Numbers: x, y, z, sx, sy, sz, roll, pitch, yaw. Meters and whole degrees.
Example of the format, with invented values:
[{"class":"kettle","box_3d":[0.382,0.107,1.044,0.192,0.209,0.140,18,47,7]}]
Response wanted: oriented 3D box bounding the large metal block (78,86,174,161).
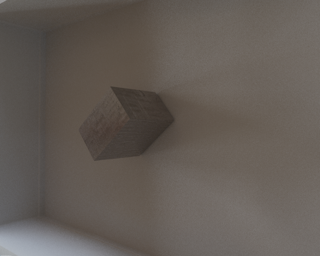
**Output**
[{"class":"large metal block","box_3d":[-0.044,-0.004,0.401,0.080,0.081,0.050,-47,62,29]}]
